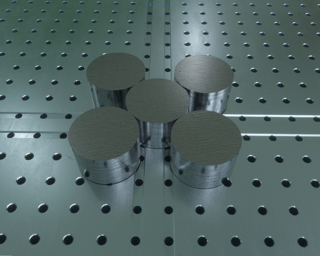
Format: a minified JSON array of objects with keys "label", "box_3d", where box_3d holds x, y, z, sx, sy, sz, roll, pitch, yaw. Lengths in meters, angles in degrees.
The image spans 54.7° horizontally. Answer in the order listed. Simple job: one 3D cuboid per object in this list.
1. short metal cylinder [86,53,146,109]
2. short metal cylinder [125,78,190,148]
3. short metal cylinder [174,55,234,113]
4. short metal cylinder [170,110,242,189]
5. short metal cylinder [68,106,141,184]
[{"label":"short metal cylinder","box_3d":[-0.060,-0.063,0.443,0.081,0.050,0.080,0,50,0]},{"label":"short metal cylinder","box_3d":[-0.003,-0.020,0.407,0.081,0.050,0.080,0,50,0]},{"label":"short metal cylinder","box_3d":[0.060,-0.059,0.439,0.081,0.050,0.080,0,50,0]},{"label":"short metal cylinder","box_3d":[0.052,0.025,0.370,0.081,0.050,0.080,0,50,0]},{"label":"short metal cylinder","box_3d":[-0.064,0.020,0.372,0.081,0.050,0.080,0,50,0]}]
